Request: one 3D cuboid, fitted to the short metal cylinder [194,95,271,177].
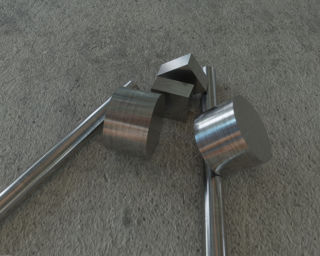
[{"bbox_3d":[0.083,0.009,0.352,0.050,0.080,0.080,-28,40,33],"label":"short metal cylinder"}]

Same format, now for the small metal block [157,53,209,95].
[{"bbox_3d":[0.033,-0.070,0.434,0.050,0.050,0.025,-14,41,35],"label":"small metal block"}]

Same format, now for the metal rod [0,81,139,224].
[{"bbox_3d":[-0.125,0.036,0.371,0.025,0.025,0.301,28,55,21],"label":"metal rod"}]

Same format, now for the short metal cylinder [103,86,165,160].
[{"bbox_3d":[-0.029,-0.006,0.373,0.050,0.080,0.080,12,51,10],"label":"short metal cylinder"}]

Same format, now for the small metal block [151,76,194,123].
[{"bbox_3d":[0.016,-0.038,0.419,0.050,0.050,0.025,15,52,12],"label":"small metal block"}]

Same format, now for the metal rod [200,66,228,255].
[{"bbox_3d":[0.062,0.030,0.378,0.025,0.025,0.300,3,50,3],"label":"metal rod"}]
